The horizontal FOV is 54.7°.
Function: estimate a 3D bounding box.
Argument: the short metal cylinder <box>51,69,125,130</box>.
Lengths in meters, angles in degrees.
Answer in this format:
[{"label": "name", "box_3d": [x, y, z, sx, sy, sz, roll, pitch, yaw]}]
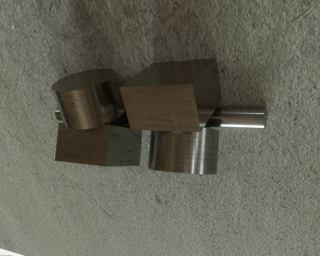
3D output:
[{"label": "short metal cylinder", "box_3d": [-0.090, -0.039, 0.396, 0.080, 0.080, 0.050, 4, 120, 26]}]

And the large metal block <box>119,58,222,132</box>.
[{"label": "large metal block", "box_3d": [0.016, -0.038, 0.340, 0.080, 0.080, 0.050, 2, 119, 27]}]

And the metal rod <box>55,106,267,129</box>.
[{"label": "metal rod", "box_3d": [-0.018, -0.017, 0.409, 0.300, 0.025, 0.025, 2, 120, 27]}]

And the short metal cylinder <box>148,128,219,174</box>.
[{"label": "short metal cylinder", "box_3d": [0.028, 0.026, 0.366, 0.080, 0.080, 0.050, 2, 85, 27]}]

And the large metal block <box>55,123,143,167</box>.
[{"label": "large metal block", "box_3d": [-0.081, 0.023, 0.422, 0.080, 0.080, 0.050, 2, 86, 26]}]
